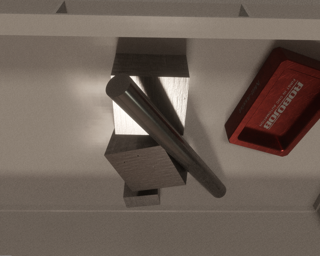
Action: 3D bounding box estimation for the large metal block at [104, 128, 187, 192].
[{"bbox_3d":[-0.014,0.038,0.416,0.080,0.050,0.080,-11,131,22],"label":"large metal block"}]

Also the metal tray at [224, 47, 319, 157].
[{"bbox_3d":[0.151,-0.026,0.385,0.091,0.030,0.129,15,129,-13],"label":"metal tray"}]

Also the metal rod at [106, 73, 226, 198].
[{"bbox_3d":[0.029,0.032,0.381,0.025,0.025,0.300,-22,144,17],"label":"metal rod"}]

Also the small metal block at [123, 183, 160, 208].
[{"bbox_3d":[-0.026,0.091,0.470,0.050,0.050,0.025,-6,130,5],"label":"small metal block"}]

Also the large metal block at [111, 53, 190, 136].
[{"bbox_3d":[-0.011,-0.038,0.360,0.081,0.050,0.079,1,130,-2],"label":"large metal block"}]
